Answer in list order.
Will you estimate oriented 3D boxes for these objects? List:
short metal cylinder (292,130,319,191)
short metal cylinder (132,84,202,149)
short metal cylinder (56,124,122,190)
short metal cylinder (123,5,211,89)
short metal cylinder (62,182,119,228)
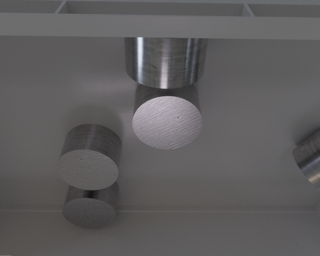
[{"bbox_3d":[0.226,0.044,0.413,0.080,0.080,0.050,28,125,-22],"label":"short metal cylinder"},{"bbox_3d":[0.009,-0.020,0.376,0.081,0.050,0.079,0,130,0],"label":"short metal cylinder"},{"bbox_3d":[-0.095,0.041,0.426,0.081,0.050,0.079,0,130,0],"label":"short metal cylinder"},{"bbox_3d":[0.006,-0.081,0.304,0.081,0.080,0.050,2,130,-2],"label":"short metal cylinder"},{"bbox_3d":[-0.107,0.115,0.489,0.081,0.050,0.079,0,130,0],"label":"short metal cylinder"}]
